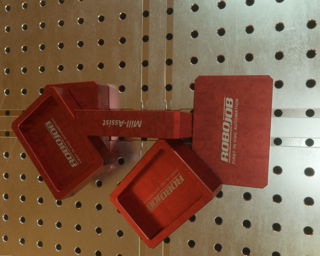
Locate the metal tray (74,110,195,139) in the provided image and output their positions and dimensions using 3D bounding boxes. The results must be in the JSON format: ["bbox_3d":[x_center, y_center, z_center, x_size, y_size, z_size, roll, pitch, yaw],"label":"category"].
[{"bbox_3d":[-0.027,-0.005,0.386,0.130,0.090,0.030,2,91,19],"label":"metal tray"}]

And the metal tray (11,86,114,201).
[{"bbox_3d":[-0.134,0.020,0.422,0.090,0.030,0.130,-39,78,15],"label":"metal tray"}]

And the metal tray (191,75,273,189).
[{"bbox_3d":[0.087,0.003,0.378,0.090,0.030,0.129,3,91,19],"label":"metal tray"}]

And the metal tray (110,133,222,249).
[{"bbox_3d":[0.002,0.081,0.388,0.090,0.030,0.129,48,121,13],"label":"metal tray"}]

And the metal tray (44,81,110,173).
[{"bbox_3d":[-0.121,0.000,0.451,0.090,0.030,0.129,-1,90,20],"label":"metal tray"}]
